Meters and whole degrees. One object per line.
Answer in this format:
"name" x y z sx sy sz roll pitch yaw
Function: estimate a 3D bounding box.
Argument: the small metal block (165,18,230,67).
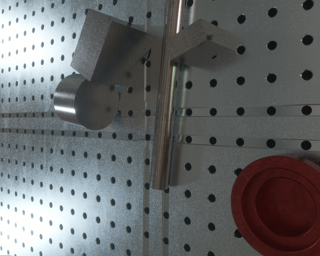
"small metal block" 0.043 -0.096 0.356 0.050 0.050 0.025 -23 76 37

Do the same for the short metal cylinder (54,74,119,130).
"short metal cylinder" -0.108 -0.040 0.460 0.050 0.081 0.079 11 97 39

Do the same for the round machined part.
"round machined part" 0.122 0.074 0.297 0.098 0.042 0.097 0 90 39

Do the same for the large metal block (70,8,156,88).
"large metal block" -0.064 -0.106 0.424 0.050 0.081 0.079 38 113 33

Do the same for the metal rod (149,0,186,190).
"metal rod" 0.012 -0.070 0.397 0.025 0.025 0.298 9 96 39
